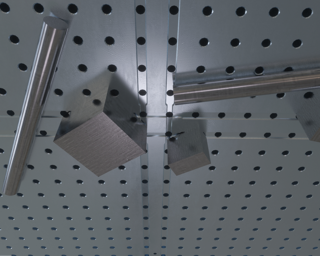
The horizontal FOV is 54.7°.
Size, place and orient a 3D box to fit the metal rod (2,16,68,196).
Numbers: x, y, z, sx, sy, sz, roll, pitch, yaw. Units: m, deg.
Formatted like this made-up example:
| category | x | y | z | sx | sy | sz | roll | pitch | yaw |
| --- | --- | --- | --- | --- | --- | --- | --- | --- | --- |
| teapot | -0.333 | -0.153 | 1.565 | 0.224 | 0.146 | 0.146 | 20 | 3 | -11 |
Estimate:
| category | x | y | z | sx | sy | sz | roll | pitch | yaw |
| --- | --- | --- | --- | --- | --- | --- | --- | --- | --- |
| metal rod | -0.172 | -0.006 | 0.405 | 0.025 | 0.025 | 0.298 | 20 | 127 | -17 |

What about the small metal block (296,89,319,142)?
| category | x | y | z | sx | sy | sz | roll | pitch | yaw |
| --- | --- | --- | --- | --- | --- | --- | --- | --- | --- |
| small metal block | 0.201 | -0.017 | 0.383 | 0.025 | 0.050 | 0.050 | 11 | 129 | -9 |

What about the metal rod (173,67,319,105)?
| category | x | y | z | sx | sy | sz | roll | pitch | yaw |
| --- | --- | --- | --- | --- | --- | --- | --- | --- | --- |
| metal rod | 0.167 | -0.056 | 0.365 | 0.302 | 0.025 | 0.025 | -6 | 130 | 5 |

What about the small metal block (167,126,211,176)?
| category | x | y | z | sx | sy | sz | roll | pitch | yaw |
| --- | --- | --- | --- | --- | --- | --- | --- | --- | --- |
| small metal block | 0.038 | 0.031 | 0.422 | 0.050 | 0.050 | 0.025 | -23 | 127 | 18 |

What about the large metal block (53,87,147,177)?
| category | x | y | z | sx | sy | sz | roll | pitch | yaw |
| --- | --- | --- | --- | --- | --- | --- | --- | --- | --- |
| large metal block | -0.074 | 0.008 | 0.401 | 0.080 | 0.050 | 0.080 | -28 | 125 | 22 |
